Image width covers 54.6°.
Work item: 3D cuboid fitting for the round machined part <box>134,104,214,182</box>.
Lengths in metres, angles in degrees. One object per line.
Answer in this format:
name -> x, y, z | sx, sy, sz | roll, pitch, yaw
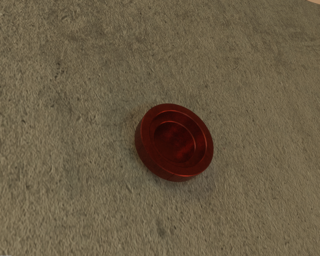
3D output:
round machined part -> 0.014, 0.021, 0.387 | 0.099, 0.042, 0.098 | 13, 56, -21
